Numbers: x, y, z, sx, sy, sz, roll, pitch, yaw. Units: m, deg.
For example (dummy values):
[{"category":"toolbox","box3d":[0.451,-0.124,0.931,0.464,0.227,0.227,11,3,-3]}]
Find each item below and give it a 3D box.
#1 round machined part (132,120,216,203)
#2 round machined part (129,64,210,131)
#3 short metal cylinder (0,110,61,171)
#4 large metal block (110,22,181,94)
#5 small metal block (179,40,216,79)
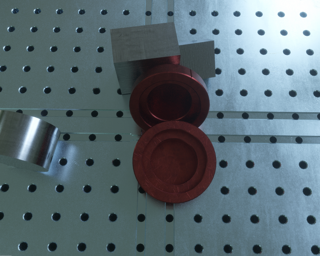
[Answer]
[{"category":"round machined part","box3d":[0.017,0.042,0.382,0.099,0.042,0.098,0,79,-1]},{"category":"round machined part","box3d":[0.012,-0.038,0.395,0.099,0.097,0.042,1,38,0]},{"category":"short metal cylinder","box3d":[-0.168,0.018,0.375,0.080,0.080,0.050,10,71,4]},{"category":"large metal block","box3d":[-0.018,-0.091,0.415,0.081,0.080,0.050,-8,69,-3]},{"category":"small metal block","box3d":[0.048,-0.094,0.429,0.050,0.025,0.050,-11,113,-10]}]
